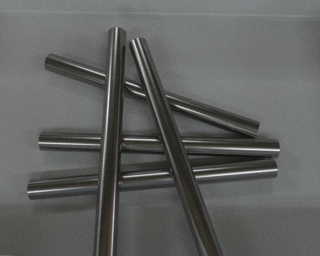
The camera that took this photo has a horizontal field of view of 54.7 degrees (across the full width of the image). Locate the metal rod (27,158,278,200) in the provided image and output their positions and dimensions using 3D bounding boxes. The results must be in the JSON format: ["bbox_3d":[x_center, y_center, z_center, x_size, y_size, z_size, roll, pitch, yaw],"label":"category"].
[{"bbox_3d":[-0.007,0.063,0.385,0.302,0.025,0.025,-5,70,-2],"label":"metal rod"}]

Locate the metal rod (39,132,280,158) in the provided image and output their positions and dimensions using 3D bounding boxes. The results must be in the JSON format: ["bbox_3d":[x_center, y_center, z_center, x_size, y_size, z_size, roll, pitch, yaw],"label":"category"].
[{"bbox_3d":[-0.001,0.022,0.400,0.302,0.025,0.025,2,70,0],"label":"metal rod"}]

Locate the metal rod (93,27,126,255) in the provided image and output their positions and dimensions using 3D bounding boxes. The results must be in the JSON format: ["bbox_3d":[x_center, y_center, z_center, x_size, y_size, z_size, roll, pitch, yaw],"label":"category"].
[{"bbox_3d":[-0.059,0.009,0.377,0.025,0.025,0.299,0,70,0],"label":"metal rod"}]

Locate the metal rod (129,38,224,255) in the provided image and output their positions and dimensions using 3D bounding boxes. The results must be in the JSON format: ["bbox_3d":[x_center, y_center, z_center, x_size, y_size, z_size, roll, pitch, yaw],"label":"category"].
[{"bbox_3d":[0.015,0.019,0.375,0.025,0.025,0.299,-17,71,-6],"label":"metal rod"}]

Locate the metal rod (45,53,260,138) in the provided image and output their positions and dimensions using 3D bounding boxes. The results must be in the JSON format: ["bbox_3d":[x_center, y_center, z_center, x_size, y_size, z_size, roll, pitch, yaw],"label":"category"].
[{"bbox_3d":[-0.015,-0.045,0.424,0.301,0.025,0.025,19,71,6],"label":"metal rod"}]
